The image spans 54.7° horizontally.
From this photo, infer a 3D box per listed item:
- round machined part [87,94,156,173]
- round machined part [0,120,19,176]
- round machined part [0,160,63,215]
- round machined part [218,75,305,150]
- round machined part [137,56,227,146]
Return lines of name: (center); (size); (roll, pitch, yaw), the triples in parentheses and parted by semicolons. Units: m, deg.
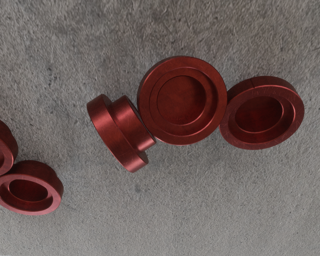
round machined part: (-0.039, 0.000, 0.363); (0.042, 0.098, 0.098); (-33, 125, 2)
round machined part: (-0.238, 0.018, 0.409); (0.099, 0.042, 0.097); (0, 130, 0)
round machined part: (-0.195, 0.086, 0.467); (0.099, 0.042, 0.097); (0, 130, 0)
round machined part: (0.118, -0.022, 0.378); (0.099, 0.042, 0.097); (0, 130, 0)
round machined part: (0.022, -0.033, 0.352); (0.099, 0.042, 0.097); (-3, 106, -11)
